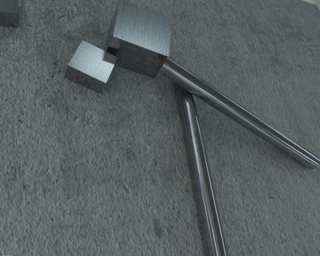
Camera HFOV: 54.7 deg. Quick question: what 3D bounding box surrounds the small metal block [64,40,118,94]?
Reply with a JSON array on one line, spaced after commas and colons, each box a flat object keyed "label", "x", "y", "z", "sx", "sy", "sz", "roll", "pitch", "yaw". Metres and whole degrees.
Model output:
[{"label": "small metal block", "x": -0.090, "y": -0.080, "z": 0.405, "sx": 0.050, "sy": 0.025, "sz": 0.050, "roll": 25, "pitch": 53, "yaw": -13}]

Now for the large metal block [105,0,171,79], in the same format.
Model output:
[{"label": "large metal block", "x": -0.032, "y": -0.129, "z": 0.451, "sx": 0.081, "sy": 0.050, "sz": 0.080, "roll": 16, "pitch": 55, "yaw": -20}]

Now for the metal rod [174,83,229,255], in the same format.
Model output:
[{"label": "metal rod", "x": 0.051, "y": 0.049, "z": 0.403, "sx": 0.025, "sy": 0.025, "sz": 0.299, "roll": 6, "pitch": 59, "yaw": -25}]

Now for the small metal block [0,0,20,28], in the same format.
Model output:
[{"label": "small metal block", "x": -0.207, "y": -0.156, "z": 0.388, "sx": 0.050, "sy": 0.025, "sz": 0.050, "roll": -4, "pitch": 64, "yaw": -31}]

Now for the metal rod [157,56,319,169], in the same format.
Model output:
[{"label": "metal rod", "x": 0.127, "y": -0.015, "z": 0.463, "sx": 0.301, "sy": 0.025, "sz": 0.025, "roll": 30, "pitch": 52, "yaw": -17}]
